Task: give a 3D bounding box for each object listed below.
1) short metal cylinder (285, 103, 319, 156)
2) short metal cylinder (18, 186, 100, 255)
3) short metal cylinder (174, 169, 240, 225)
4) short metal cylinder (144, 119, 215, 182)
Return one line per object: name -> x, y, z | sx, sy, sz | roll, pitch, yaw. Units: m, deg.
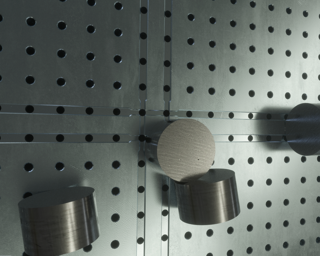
short metal cylinder -> 0.241, 0.002, 0.475 | 0.050, 0.080, 0.079 | 0, 90, -20
short metal cylinder -> -0.110, 0.100, 0.343 | 0.081, 0.080, 0.050 | -8, 93, -20
short metal cylinder -> 0.061, 0.088, 0.408 | 0.081, 0.080, 0.050 | -10, 94, -20
short metal cylinder -> 0.025, 0.028, 0.410 | 0.081, 0.050, 0.079 | 0, 90, -21
